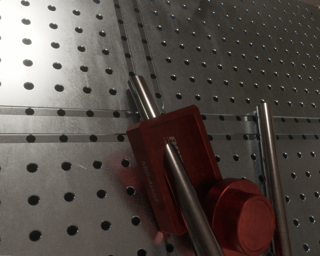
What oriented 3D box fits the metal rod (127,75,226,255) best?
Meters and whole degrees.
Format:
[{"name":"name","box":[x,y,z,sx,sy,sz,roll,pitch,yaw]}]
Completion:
[{"name":"metal rod","box":[0.019,0.054,0.355,0.025,0.025,0.299,-4,54,-30]}]

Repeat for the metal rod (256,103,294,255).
[{"name":"metal rod","box":[0.165,0.090,0.444,0.025,0.025,0.300,18,55,-18]}]

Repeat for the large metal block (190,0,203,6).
[{"name":"large metal block","box":[0.064,-0.305,0.615,0.080,0.050,0.080,28,52,-11]}]

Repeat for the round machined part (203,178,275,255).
[{"name":"round machined part","box":[0.096,0.109,0.359,0.099,0.042,0.097,2,87,-37]}]

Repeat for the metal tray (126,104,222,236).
[{"name":"metal tray","box":[0.024,0.046,0.365,0.091,0.030,0.129,-20,91,-36]}]
